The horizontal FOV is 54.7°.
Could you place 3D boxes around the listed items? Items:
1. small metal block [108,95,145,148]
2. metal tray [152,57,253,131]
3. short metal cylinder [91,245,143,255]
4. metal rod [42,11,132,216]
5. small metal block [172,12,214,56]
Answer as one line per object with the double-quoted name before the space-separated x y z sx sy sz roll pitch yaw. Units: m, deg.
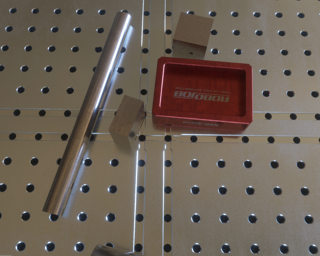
"small metal block" -0.041 -0.007 0.401 0.025 0.050 0.050 20 71 7
"metal tray" 0.058 -0.047 0.427 0.131 0.030 0.090 5 70 1
"short metal cylinder" -0.051 0.168 0.321 0.050 0.080 0.080 12 71 4
"metal rod" -0.092 -0.033 0.422 0.025 0.025 0.299 14 70 4
"small metal block" 0.049 -0.141 0.464 0.050 0.025 0.050 14 70 4
